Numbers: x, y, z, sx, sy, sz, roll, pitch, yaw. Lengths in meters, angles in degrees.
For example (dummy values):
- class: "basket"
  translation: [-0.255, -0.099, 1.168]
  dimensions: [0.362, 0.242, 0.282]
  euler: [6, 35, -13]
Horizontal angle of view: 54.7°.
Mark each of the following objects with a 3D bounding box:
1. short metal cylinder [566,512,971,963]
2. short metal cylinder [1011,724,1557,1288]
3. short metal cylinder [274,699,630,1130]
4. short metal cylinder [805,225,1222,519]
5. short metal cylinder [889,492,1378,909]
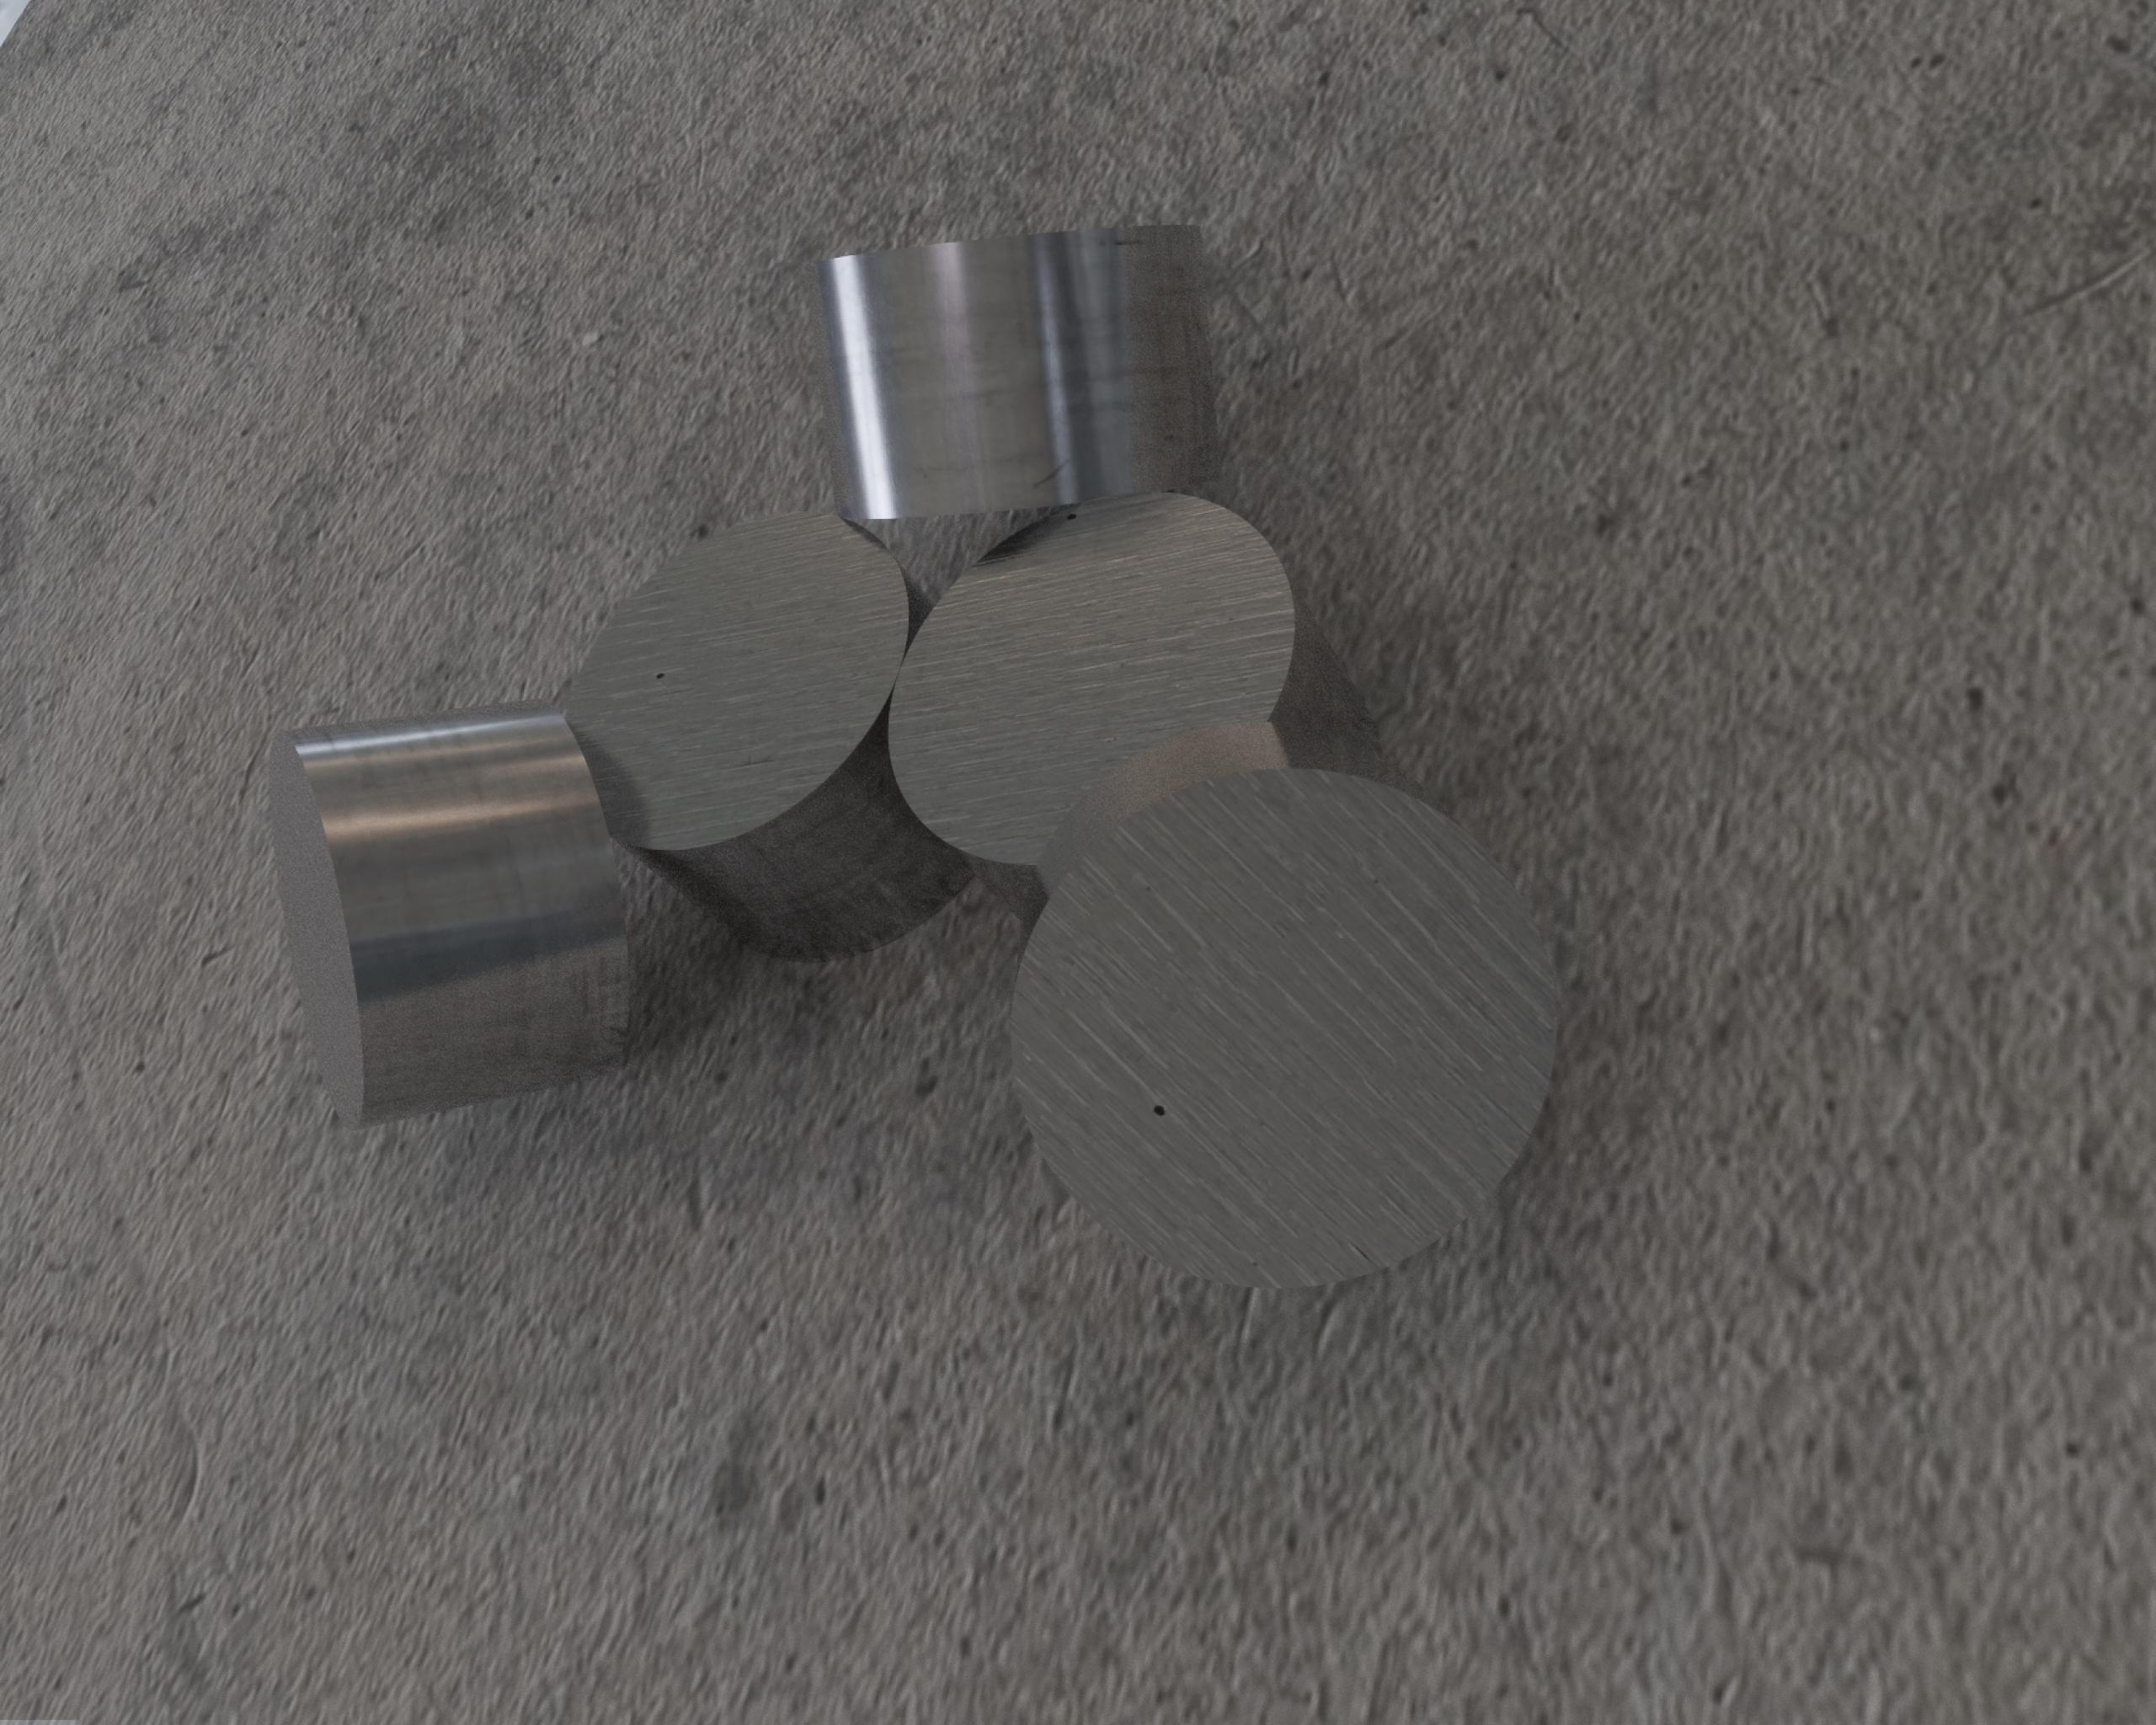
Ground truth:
- class: "short metal cylinder"
  translation: [-0.059, -0.026, 0.435]
  dimensions: [0.080, 0.050, 0.080]
  euler: [-13, 56, 21]
- class: "short metal cylinder"
  translation: [0.030, 0.020, 0.332]
  dimensions: [0.080, 0.080, 0.050]
  euler: [-34, 10, 6]
- class: "short metal cylinder"
  translation: [-0.128, 0.010, 0.422]
  dimensions: [0.050, 0.079, 0.080]
  euler: [-11, 45, -28]
- class: "short metal cylinder"
  translation: [-0.013, -0.101, 0.429]
  dimensions: [0.080, 0.080, 0.050]
  euler: [2, 106, 29]
- class: "short metal cylinder"
  translation: [0.012, -0.023, 0.396]
  dimensions: [0.080, 0.050, 0.080]
  euler: [-13, 56, 21]
